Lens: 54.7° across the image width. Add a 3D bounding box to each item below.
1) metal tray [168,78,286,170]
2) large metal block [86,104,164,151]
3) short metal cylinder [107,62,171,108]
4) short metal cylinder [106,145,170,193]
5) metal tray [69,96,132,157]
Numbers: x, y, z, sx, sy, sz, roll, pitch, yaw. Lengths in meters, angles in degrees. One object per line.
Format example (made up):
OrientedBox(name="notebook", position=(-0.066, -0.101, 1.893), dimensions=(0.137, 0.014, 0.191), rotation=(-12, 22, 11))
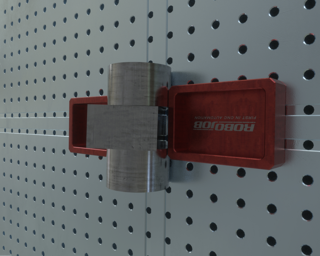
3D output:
OrientedBox(name="metal tray", position=(0.069, -0.005, 0.349), dimensions=(0.130, 0.030, 0.089), rotation=(1, 91, 40))
OrientedBox(name="large metal block", position=(-0.039, -0.001, 0.387), dimensions=(0.080, 0.080, 0.050), rotation=(2, 91, 6))
OrientedBox(name="short metal cylinder", position=(-0.026, -0.052, 0.395), dimensions=(0.080, 0.081, 0.050), rotation=(2, 91, 40))
OrientedBox(name="short metal cylinder", position=(-0.028, 0.049, 0.396), dimensions=(0.080, 0.081, 0.050), rotation=(3, 92, 40))
OrientedBox(name="metal tray", position=(-0.091, -0.003, 0.481), dimensions=(0.130, 0.030, 0.089), rotation=(2, 91, 40))
